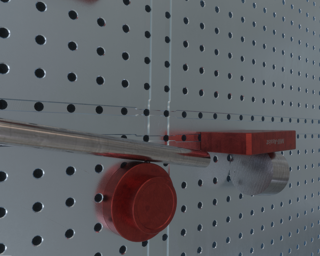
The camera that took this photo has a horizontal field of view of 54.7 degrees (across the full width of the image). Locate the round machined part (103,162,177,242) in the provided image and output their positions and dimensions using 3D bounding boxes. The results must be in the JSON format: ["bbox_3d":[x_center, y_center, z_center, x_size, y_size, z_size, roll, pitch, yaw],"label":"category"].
[{"bbox_3d":[-0.017,0.092,0.384,0.099,0.042,0.097,0,90,-40],"label":"round machined part"}]

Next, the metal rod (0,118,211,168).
[{"bbox_3d":[-0.048,0.024,0.369,0.302,0.025,0.025,12,83,-39],"label":"metal rod"}]

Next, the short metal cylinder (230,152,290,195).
[{"bbox_3d":[0.163,0.071,0.511,0.050,0.080,0.080,11,83,-40],"label":"short metal cylinder"}]

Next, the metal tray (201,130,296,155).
[{"bbox_3d":[0.139,0.020,0.483,0.131,0.090,0.030,-2,91,-40],"label":"metal tray"}]
